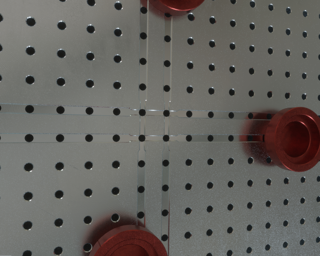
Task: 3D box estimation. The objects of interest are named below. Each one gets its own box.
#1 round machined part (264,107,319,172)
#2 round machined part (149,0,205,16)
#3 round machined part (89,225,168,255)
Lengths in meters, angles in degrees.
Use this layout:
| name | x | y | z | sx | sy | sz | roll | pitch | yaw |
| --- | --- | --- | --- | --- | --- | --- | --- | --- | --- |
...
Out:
| name | x | y | z | sx | sy | sz | roll | pitch | yaw |
| --- | --- | --- | --- | --- | --- | --- | --- | --- | --- |
| round machined part | 0.204 | 0.017 | 0.481 | 0.099 | 0.042 | 0.097 | 0 | 90 | -21 |
| round machined part | 0.026 | -0.206 | 0.414 | 0.099 | 0.042 | 0.097 | 0 | 90 | -21 |
| round machined part | -0.043 | 0.170 | 0.389 | 0.099 | 0.042 | 0.097 | 0 | 90 | -21 |
